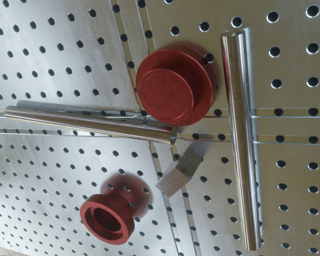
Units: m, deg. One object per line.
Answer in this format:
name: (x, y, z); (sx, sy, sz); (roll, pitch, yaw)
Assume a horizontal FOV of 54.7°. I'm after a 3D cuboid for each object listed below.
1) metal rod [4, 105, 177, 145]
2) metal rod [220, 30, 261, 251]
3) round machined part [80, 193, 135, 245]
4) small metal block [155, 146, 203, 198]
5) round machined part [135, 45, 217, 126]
metal rod: (-0.118, -0.008, 0.468); (0.301, 0.025, 0.025); (8, 122, 24)
metal rod: (0.102, 0.035, 0.378); (0.025, 0.025, 0.298); (2, 120, 27)
round machined part: (-0.087, 0.153, 0.541); (0.098, 0.042, 0.097); (13, 124, 21)
small metal block: (0.026, 0.059, 0.418); (0.025, 0.050, 0.050); (41, 129, 0)
round machined part: (0.014, -0.044, 0.366); (0.098, 0.042, 0.097); (13, 124, 21)
